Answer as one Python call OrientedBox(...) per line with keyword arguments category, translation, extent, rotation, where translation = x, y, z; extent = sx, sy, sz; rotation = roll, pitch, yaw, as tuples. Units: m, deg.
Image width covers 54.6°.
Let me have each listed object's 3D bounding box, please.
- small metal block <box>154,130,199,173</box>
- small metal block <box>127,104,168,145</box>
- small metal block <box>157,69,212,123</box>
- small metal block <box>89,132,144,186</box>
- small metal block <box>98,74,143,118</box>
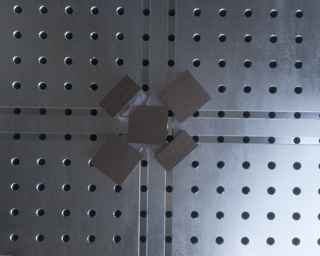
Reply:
OrientedBox(category="small metal block", translation=(0.020, 0.028, 0.401), extent=(0.050, 0.050, 0.025), rotation=(-42, 90, 0))
OrientedBox(category="small metal block", translation=(-0.015, -0.004, 0.413), extent=(0.050, 0.025, 0.050), rotation=(4, 89, 1))
OrientedBox(category="small metal block", translation=(0.032, -0.041, 0.413), extent=(0.050, 0.025, 0.050), rotation=(-40, 90, 0))
OrientedBox(category="small metal block", translation=(-0.056, 0.040, 0.413), extent=(0.050, 0.025, 0.050), rotation=(38, 89, -1))
OrientedBox(category="small metal block", translation=(-0.049, -0.039, 0.400), extent=(0.025, 0.050, 0.050), rotation=(44, 91, -1))
